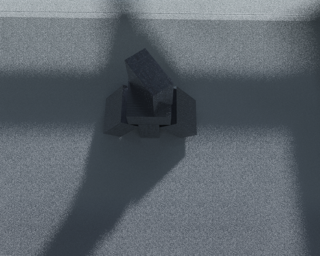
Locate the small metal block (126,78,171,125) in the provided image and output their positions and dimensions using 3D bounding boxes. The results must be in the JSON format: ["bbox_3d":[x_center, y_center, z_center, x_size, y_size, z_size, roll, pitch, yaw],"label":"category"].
[{"bbox_3d":[-0.012,-0.032,0.365,0.050,0.025,0.050,1,70,0],"label":"small metal block"}]

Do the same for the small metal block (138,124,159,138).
[{"bbox_3d":[-0.013,-0.019,0.401,0.025,0.050,0.050,1,70,0],"label":"small metal block"}]

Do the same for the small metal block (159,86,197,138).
[{"bbox_3d":[0.024,-0.019,0.399,0.025,0.050,0.050,-13,66,32],"label":"small metal block"}]

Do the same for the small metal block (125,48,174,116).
[{"bbox_3d":[-0.011,-0.048,0.331,0.025,0.050,0.050,-34,73,-11],"label":"small metal block"}]

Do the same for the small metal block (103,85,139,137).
[{"bbox_3d":[-0.049,-0.021,0.398,0.025,0.050,0.050,13,66,-31],"label":"small metal block"}]
